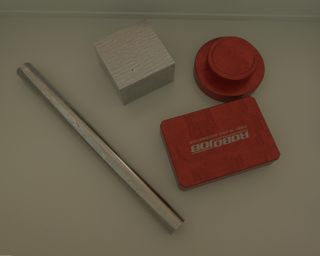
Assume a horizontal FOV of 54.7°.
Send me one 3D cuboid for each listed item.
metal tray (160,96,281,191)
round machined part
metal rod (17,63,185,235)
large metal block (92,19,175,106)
[{"bbox_3d":[0.074,0.019,0.401,0.131,0.030,0.090,-16,71,-6],"label":"metal tray"},{"bbox_3d":[0.098,-0.088,0.434,0.099,0.042,0.098,0,70,-1],"label":"round machined part"},{"bbox_3d":[-0.085,0.018,0.402,0.025,0.025,0.300,-43,76,-14],"label":"metal rod"},{"bbox_3d":[-0.035,-0.090,0.429,0.080,0.050,0.080,-28,73,-10],"label":"large metal block"}]
